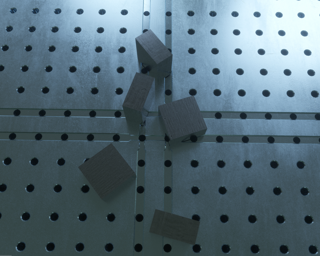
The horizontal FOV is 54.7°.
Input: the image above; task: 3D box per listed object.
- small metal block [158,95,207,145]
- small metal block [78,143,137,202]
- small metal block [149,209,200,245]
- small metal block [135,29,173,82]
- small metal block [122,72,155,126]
[{"bbox_3d":[0.029,-0.010,0.416,0.050,0.025,0.050,-17,71,-7],"label":"small metal block"},{"bbox_3d":[-0.065,0.056,0.391,0.050,0.025,0.050,-37,74,-13],"label":"small metal block"},{"bbox_3d":[0.016,0.115,0.357,0.050,0.050,0.025,15,71,5],"label":"small metal block"},{"bbox_3d":[-0.008,-0.100,0.435,0.025,0.050,0.050,-35,74,-12],"label":"small metal block"},{"bbox_3d":[-0.027,-0.038,0.412,0.025,0.050,0.050,18,71,6],"label":"small metal block"}]
